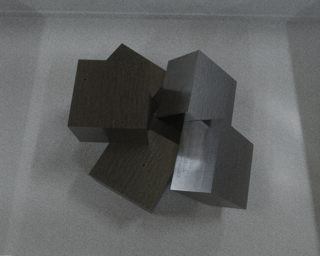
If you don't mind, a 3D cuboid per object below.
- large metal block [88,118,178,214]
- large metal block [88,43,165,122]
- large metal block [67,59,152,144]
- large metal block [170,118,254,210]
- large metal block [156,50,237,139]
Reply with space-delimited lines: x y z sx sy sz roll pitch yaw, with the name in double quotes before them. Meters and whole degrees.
"large metal block" -0.025 0.046 0.374 0.080 0.050 0.080 28 72 9
"large metal block" -0.042 -0.052 0.414 0.080 0.050 0.080 34 73 11
"large metal block" -0.051 -0.028 0.350 0.081 0.050 0.080 2 69 1
"large metal block" 0.063 0.043 0.357 0.050 0.080 0.080 -5 64 40
"large metal block" 0.048 -0.036 0.386 0.080 0.050 0.080 28 64 -38
